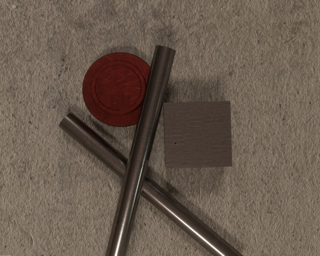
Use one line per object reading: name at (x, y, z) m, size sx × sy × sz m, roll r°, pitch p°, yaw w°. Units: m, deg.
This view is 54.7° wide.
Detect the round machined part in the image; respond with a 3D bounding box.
round machined part at (-0.051, -0.050, 0.401) m, size 0.099 × 0.042 × 0.097 m, roll 0°, pitch 90°, yaw -1°

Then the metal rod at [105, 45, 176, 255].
metal rod at (-0.029, 0.049, 0.382) m, size 0.025 × 0.025 × 0.298 m, roll 14°, pitch 94°, yaw -1°

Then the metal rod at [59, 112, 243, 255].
metal rod at (-0.009, 0.085, 0.409) m, size 0.300 × 0.025 × 0.025 m, roll 40°, pitch 90°, yaw -1°

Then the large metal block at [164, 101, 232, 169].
large metal block at (0.046, 0.008, 0.398) m, size 0.081 × 0.050 × 0.079 m, roll -2°, pitch 90°, yaw -1°
